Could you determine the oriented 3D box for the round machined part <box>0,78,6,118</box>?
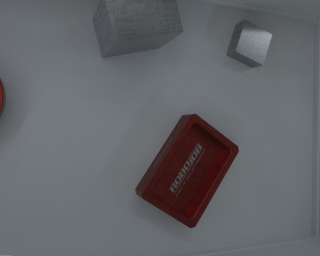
[{"bbox_3d":[-0.215,-0.033,0.322,0.099,0.042,0.097,0,90,-21],"label":"round machined part"}]

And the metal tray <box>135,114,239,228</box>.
[{"bbox_3d":[0.039,0.057,0.423,0.090,0.030,0.130,36,78,-17],"label":"metal tray"}]

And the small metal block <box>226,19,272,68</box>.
[{"bbox_3d":[0.133,-0.124,0.461,0.050,0.025,0.050,21,83,-19],"label":"small metal block"}]

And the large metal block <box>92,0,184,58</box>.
[{"bbox_3d":[-0.030,-0.123,0.371,0.081,0.080,0.050,-15,96,-20],"label":"large metal block"}]
